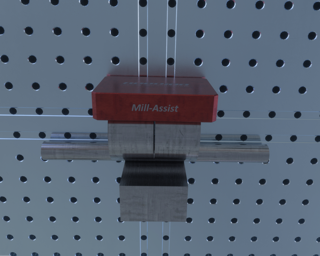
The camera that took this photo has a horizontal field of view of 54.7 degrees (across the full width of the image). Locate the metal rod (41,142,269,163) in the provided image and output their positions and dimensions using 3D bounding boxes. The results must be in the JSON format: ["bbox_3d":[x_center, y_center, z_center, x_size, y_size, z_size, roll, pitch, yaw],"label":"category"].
[{"bbox_3d":[-0.006,0.033,0.421,0.302,0.025,0.025,1,110,-1],"label":"metal rod"}]

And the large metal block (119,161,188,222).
[{"bbox_3d":[-0.008,0.077,0.408,0.081,0.080,0.050,1,110,-1],"label":"large metal block"}]

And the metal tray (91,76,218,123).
[{"bbox_3d":[-0.005,-0.036,0.361,0.131,0.090,0.030,1,110,-1],"label":"metal tray"}]

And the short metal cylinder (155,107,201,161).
[{"bbox_3d":[0.020,0.000,0.381,0.050,0.080,0.079,2,110,-1],"label":"short metal cylinder"}]

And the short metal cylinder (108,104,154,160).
[{"bbox_3d":[-0.033,-0.001,0.381,0.050,0.080,0.079,1,110,0],"label":"short metal cylinder"}]
